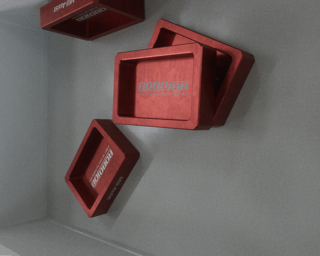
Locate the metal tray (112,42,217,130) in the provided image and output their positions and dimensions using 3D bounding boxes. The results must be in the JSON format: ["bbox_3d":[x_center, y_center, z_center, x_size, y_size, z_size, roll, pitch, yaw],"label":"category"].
[{"bbox_3d":[0.000,-0.046,0.363,0.130,0.030,0.089,5,93,40],"label":"metal tray"}]

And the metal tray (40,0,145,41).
[{"bbox_3d":[-0.098,-0.163,0.445,0.130,0.091,0.030,-4,88,40],"label":"metal tray"}]

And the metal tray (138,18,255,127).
[{"bbox_3d":[0.035,-0.068,0.374,0.130,0.030,0.089,35,111,34],"label":"metal tray"}]

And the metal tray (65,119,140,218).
[{"bbox_3d":[-0.094,0.062,0.481,0.090,0.030,0.129,45,117,30],"label":"metal tray"}]
